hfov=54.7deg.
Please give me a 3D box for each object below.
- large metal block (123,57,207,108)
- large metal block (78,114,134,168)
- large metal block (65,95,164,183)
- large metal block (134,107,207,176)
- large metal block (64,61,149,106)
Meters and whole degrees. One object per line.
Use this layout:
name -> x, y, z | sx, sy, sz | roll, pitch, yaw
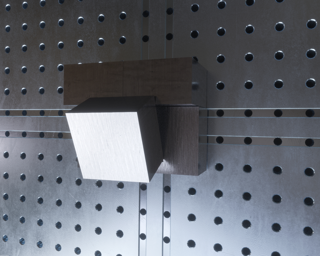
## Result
large metal block -> 0.009, -0.051, 0.378 | 0.080, 0.080, 0.050 | 1, 91, 19
large metal block -> -0.062, 0.013, 0.418 | 0.080, 0.050, 0.079 | 1, 90, 19
large metal block -> -0.047, 0.011, 0.344 | 0.080, 0.050, 0.079 | 0, 114, 19
large metal block -> 0.015, 0.014, 0.391 | 0.080, 0.050, 0.079 | 1, 90, 19
large metal block -> -0.067, -0.052, 0.405 | 0.080, 0.080, 0.050 | 1, 91, 19
